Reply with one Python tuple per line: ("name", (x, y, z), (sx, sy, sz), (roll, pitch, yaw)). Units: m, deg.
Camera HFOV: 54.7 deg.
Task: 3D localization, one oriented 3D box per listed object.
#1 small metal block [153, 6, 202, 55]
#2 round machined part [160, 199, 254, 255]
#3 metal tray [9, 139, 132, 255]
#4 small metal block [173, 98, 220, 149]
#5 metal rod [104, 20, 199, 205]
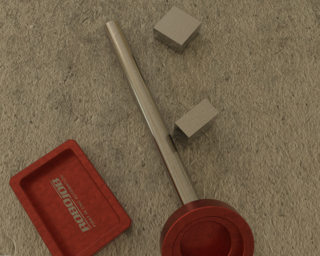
("small metal block", (0.026, -0.146, 0.462), (0.050, 0.025, 0.050), (35, 73, 11))
("round machined part", (0.048, 0.124, 0.340), (0.099, 0.042, 0.097), (-1, 99, -7))
("metal tray", (-0.105, 0.089, 0.371), (0.090, 0.030, 0.130), (-35, 74, -12))
("small metal block", (0.045, -0.004, 0.397), (0.050, 0.050, 0.025), (-38, 75, -13))
("metal rod", (-0.014, -0.022, 0.415), (0.025, 0.025, 0.299), (-21, 72, -8))
